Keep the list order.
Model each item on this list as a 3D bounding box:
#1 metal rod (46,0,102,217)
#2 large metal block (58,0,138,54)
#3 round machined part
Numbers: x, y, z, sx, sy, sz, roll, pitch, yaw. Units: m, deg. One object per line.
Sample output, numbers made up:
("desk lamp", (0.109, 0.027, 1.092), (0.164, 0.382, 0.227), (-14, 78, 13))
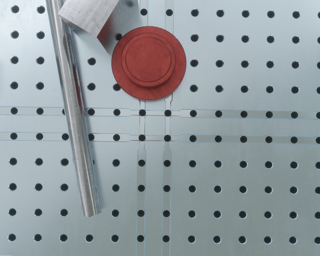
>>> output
("metal rod", (-0.115, -0.033, 0.411), (0.025, 0.025, 0.298), (-10, 90, 0))
("large metal block", (-0.072, -0.148, 0.385), (0.050, 0.080, 0.080), (31, 90, -1))
("round machined part", (-0.014, -0.085, 0.405), (0.099, 0.042, 0.097), (0, 90, -1))
